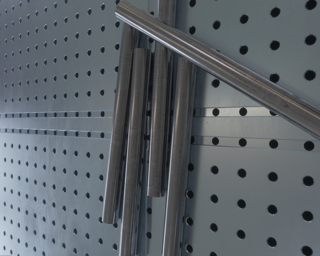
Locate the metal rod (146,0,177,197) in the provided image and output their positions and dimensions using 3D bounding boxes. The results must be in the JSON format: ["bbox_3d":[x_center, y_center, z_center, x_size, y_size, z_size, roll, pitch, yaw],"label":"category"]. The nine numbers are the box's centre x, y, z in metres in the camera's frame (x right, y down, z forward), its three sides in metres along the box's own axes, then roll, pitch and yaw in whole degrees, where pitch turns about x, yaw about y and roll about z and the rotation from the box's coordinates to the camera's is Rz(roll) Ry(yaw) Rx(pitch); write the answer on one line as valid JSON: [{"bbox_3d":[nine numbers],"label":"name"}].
[{"bbox_3d":[0.003,-0.060,0.407,0.025,0.025,0.298,6,94,40],"label":"metal rod"}]

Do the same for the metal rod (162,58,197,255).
[{"bbox_3d":[0.022,0.064,0.391,0.025,0.025,0.298,8,95,40],"label":"metal rod"}]

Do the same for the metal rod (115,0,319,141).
[{"bbox_3d":[0.057,-0.073,0.342,0.300,0.025,0.025,38,113,26],"label":"metal rod"}]

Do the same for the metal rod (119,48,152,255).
[{"bbox_3d":[-0.035,0.040,0.439,0.025,0.025,0.298,8,95,40],"label":"metal rod"}]

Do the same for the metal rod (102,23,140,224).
[{"bbox_3d":[-0.058,-0.006,0.458,0.025,0.025,0.298,12,98,39],"label":"metal rod"}]
